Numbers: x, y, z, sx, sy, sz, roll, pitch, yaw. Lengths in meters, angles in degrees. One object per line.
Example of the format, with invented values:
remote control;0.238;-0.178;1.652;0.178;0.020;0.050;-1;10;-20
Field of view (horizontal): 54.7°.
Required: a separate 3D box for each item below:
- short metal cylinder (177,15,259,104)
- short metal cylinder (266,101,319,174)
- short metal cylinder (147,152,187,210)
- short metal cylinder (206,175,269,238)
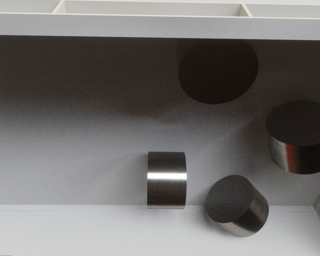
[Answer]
short metal cylinder;0.059;-0.072;0.332;0.081;0.050;0.079;0;130;0
short metal cylinder;0.176;0.011;0.385;0.080;0.080;0.050;-13;129;10
short metal cylinder;0.008;0.073;0.436;0.050;0.080;0.079;1;130;-1
short metal cylinder;0.118;0.120;0.477;0.080;0.080;0.050;-31;124;23
